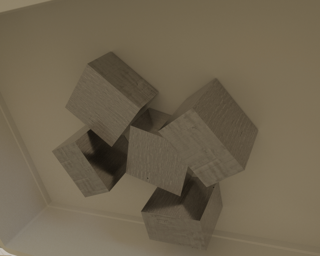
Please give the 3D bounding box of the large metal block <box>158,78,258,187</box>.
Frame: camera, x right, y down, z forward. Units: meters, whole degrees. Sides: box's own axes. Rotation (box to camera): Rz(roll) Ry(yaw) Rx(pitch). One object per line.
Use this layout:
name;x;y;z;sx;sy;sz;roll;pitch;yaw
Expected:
large metal block;0.057;0.003;0.342;0.080;0.080;0.050;49;128;-7

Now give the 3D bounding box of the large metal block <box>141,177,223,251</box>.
large metal block;0.033;0.111;0.422;0.080;0.080;0.050;1;119;27

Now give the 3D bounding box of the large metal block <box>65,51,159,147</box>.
large metal block;-0.063;-0.036;0.399;0.080;0.050;0.080;41;129;0

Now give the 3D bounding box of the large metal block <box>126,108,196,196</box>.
large metal block;0.006;0.031;0.405;0.080;0.050;0.079;20;126;15

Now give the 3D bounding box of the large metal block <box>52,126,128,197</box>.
large metal block;-0.089;0.038;0.440;0.050;0.080;0.080;-20;108;35
